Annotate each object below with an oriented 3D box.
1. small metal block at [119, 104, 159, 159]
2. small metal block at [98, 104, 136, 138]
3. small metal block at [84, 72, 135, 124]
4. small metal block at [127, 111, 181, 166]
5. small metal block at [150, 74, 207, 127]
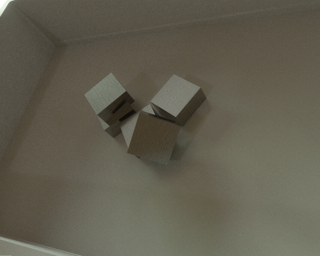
[{"bbox_3d":[-0.021,0.004,0.413,0.050,0.025,0.050,-31,52,7],"label":"small metal block"},{"bbox_3d":[-0.062,-0.022,0.450,0.050,0.025,0.050,-36,51,4],"label":"small metal block"},{"bbox_3d":[-0.071,-0.042,0.435,0.050,0.025,0.050,-40,51,0],"label":"small metal block"},{"bbox_3d":[-0.007,0.012,0.374,0.050,0.025,0.050,18,100,-1],"label":"small metal block"},{"bbox_3d":[0.025,-0.038,0.415,0.050,0.025,0.050,34,80,38],"label":"small metal block"}]
